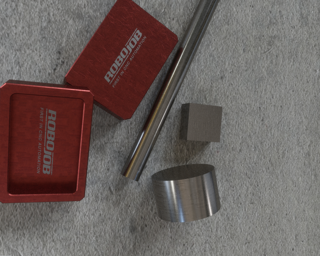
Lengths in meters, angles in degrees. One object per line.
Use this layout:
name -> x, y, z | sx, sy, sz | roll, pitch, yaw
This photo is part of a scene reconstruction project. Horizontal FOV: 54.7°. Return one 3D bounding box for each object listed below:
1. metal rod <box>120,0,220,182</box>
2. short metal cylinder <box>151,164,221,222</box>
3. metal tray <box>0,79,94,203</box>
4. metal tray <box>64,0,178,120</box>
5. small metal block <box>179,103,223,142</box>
metal rod -> 0.021, -0.071, 0.417 | 0.025, 0.025, 0.299 | 27, 81, -19
short metal cylinder -> 0.033, 0.080, 0.393 | 0.081, 0.080, 0.050 | -11, 94, -20
metal tray -> -0.126, 0.017, 0.342 | 0.091, 0.030, 0.129 | 3, 104, -20
metal tray -> -0.047, -0.086, 0.390 | 0.090, 0.030, 0.130 | 34, 79, -17
small metal block -> 0.057, -0.007, 0.431 | 0.050, 0.025, 0.050 | 5, 88, -20
